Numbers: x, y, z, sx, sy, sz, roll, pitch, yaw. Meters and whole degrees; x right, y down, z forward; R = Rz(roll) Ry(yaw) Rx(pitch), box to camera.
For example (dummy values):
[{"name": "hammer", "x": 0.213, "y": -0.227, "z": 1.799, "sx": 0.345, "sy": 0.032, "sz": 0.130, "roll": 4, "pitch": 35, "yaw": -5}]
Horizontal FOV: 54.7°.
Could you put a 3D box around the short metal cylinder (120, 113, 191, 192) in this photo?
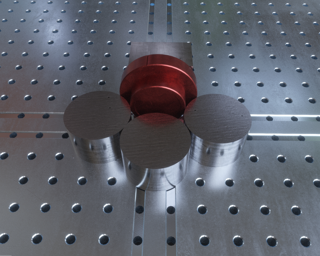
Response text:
[{"name": "short metal cylinder", "x": -0.005, "y": 0.028, "z": 0.368, "sx": 0.081, "sy": 0.050, "sz": 0.080, "roll": 0, "pitch": 50, "yaw": 0}]

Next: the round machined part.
[{"name": "round machined part", "x": -0.002, "y": -0.041, "z": 0.392, "sx": 0.099, "sy": 0.097, "sz": 0.042, "roll": 1, "pitch": 50, "yaw": 1}]

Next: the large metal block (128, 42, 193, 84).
[{"name": "large metal block", "x": 0.001, "y": -0.071, "z": 0.431, "sx": 0.081, "sy": 0.080, "sz": 0.050, "roll": 1, "pitch": 50, "yaw": 0}]

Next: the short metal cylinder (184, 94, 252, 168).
[{"name": "short metal cylinder", "x": 0.069, "y": 0.003, "z": 0.390, "sx": 0.081, "sy": 0.050, "sz": 0.080, "roll": 0, "pitch": 50, "yaw": 0}]

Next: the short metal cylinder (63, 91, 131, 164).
[{"name": "short metal cylinder", "x": -0.075, "y": -0.002, "z": 0.392, "sx": 0.081, "sy": 0.050, "sz": 0.080, "roll": 0, "pitch": 50, "yaw": 0}]
